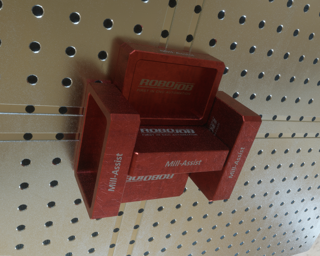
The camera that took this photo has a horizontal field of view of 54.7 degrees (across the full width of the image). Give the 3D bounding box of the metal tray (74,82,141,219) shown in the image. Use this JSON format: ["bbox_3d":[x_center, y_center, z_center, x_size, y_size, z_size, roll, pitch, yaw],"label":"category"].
[{"bbox_3d":[-0.065,0.024,0.349,0.030,0.090,0.129,1,118,-29],"label":"metal tray"}]

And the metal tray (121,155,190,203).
[{"bbox_3d":[-0.019,0.057,0.433,0.131,0.030,0.089,0,118,-29],"label":"metal tray"}]

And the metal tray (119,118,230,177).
[{"bbox_3d":[0.008,0.018,0.384,0.131,0.090,0.030,1,118,-29],"label":"metal tray"}]

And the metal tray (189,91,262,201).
[{"bbox_3d":[0.078,0.023,0.427,0.030,0.090,0.129,1,118,-29],"label":"metal tray"}]

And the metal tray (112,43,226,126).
[{"bbox_3d":[0.010,-0.049,0.384,0.131,0.030,0.089,0,118,-29],"label":"metal tray"}]
